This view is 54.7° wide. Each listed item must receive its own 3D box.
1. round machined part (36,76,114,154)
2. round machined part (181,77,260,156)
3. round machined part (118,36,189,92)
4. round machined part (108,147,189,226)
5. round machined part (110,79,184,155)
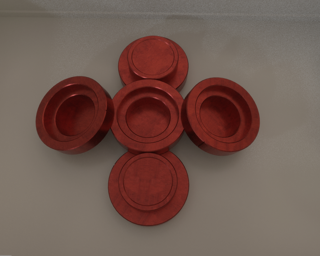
[{"bbox_3d":[-0.103,-0.013,0.394,0.098,0.042,0.098,-6,69,16],"label":"round machined part"},{"bbox_3d":[0.072,-0.011,0.394,0.099,0.042,0.098,6,69,-16],"label":"round machined part"},{"bbox_3d":[-0.009,-0.088,0.431,0.099,0.042,0.098,0,70,0],"label":"round machined part"},{"bbox_3d":[-0.014,0.067,0.374,0.099,0.042,0.098,0,70,0],"label":"round machined part"},{"bbox_3d":[-0.015,-0.011,0.402,0.099,0.042,0.098,0,70,0],"label":"round machined part"}]
